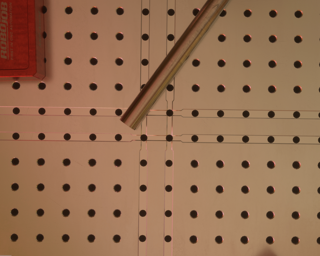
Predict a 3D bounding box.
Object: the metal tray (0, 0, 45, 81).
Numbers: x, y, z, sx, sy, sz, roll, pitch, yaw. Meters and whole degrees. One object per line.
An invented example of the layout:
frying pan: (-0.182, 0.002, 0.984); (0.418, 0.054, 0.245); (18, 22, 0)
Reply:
metal tray: (-0.204, -0.129, 0.408); (0.091, 0.030, 0.129); (-2, 90, 0)

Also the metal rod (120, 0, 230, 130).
metal rod: (0.045, -0.125, 0.413); (0.025, 0.025, 0.299); (36, 90, 0)
